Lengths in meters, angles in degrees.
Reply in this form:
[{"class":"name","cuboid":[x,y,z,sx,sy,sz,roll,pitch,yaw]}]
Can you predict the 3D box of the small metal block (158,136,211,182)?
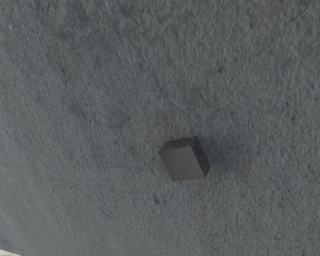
[{"class":"small metal block","cuboid":[0.033,0.042,0.414,0.050,0.025,0.050,-13,112,33]}]
